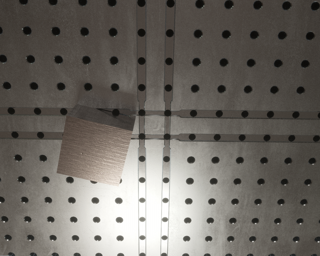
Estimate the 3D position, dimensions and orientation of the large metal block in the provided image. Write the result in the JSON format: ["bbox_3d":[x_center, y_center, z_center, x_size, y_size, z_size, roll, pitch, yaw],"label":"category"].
[{"bbox_3d":[-0.082,0.022,0.407,0.081,0.050,0.079,14,109,-6],"label":"large metal block"}]
